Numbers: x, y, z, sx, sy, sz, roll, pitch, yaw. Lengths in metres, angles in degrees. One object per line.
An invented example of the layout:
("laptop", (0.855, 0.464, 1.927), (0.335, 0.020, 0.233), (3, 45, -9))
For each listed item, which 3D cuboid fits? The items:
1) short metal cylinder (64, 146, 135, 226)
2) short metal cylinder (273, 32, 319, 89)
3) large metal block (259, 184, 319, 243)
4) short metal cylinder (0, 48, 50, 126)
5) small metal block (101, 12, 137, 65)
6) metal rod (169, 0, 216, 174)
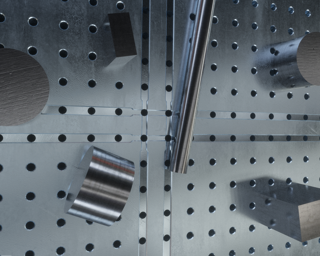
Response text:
("short metal cylinder", (-0.070, 0.066, 0.358), (0.050, 0.080, 0.080), (24, 82, -19))
("short metal cylinder", (0.225, -0.103, 0.482), (0.081, 0.050, 0.080), (0, 90, -20))
("large metal block", (0.209, 0.122, 0.460), (0.081, 0.080, 0.050), (-8, 93, -20))
("short metal cylinder", (-0.164, -0.042, 0.339), (0.081, 0.050, 0.080), (0, 90, -20))
("small metal block", (-0.051, -0.108, 0.380), (0.025, 0.050, 0.050), (-12, 94, -20))
("metal rod", (0.050, -0.087, 0.430), (0.025, 0.025, 0.298), (11, 86, -20))
